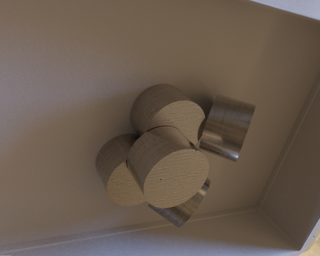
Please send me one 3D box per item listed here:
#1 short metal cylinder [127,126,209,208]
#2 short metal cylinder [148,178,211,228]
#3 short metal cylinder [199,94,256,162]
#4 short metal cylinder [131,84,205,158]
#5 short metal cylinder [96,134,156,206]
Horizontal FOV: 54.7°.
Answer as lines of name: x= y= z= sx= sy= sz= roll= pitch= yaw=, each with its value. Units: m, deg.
short metal cylinder: x=0.009 y=0.045 z=0.358 sx=0.081 sy=0.050 sz=0.079 roll=-14 pitch=125 yaw=-21
short metal cylinder: x=0.027 y=0.091 z=0.435 sx=0.050 sy=0.080 sz=0.080 roll=35 pitch=101 yaw=2
short metal cylinder: x=0.090 y=0.000 z=0.415 sx=0.080 sy=0.050 sz=0.080 roll=18 pitch=91 yaw=-77
short metal cylinder: x=0.010 y=-0.009 z=0.391 sx=0.081 sy=0.050 sz=0.079 roll=-14 pitch=125 yaw=-21
short metal cylinder: x=-0.038 y=0.055 z=0.406 sx=0.081 sy=0.050 sz=0.079 roll=-14 pitch=125 yaw=-21
